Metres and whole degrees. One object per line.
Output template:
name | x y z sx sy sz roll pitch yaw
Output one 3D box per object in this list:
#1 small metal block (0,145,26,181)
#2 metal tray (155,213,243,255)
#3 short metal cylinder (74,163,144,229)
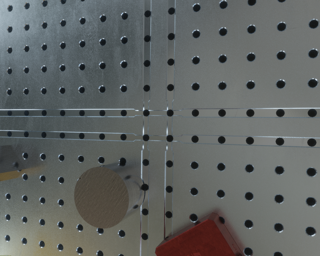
small metal block | -0.251 0.056 0.488 0.025 0.050 0.050 -42 77 15
metal tray | 0.065 0.186 0.387 0.090 0.030 0.130 -35 79 16
short metal cylinder | -0.068 0.090 0.423 0.080 0.050 0.080 0 90 19
